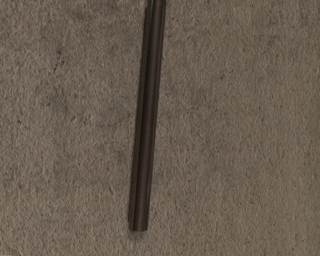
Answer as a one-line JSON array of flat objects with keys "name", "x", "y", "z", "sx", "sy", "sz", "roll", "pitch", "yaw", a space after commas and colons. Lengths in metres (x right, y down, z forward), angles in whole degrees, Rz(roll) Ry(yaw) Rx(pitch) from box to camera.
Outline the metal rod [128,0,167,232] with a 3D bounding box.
[{"name": "metal rod", "x": -0.016, "y": -0.019, "z": 0.403, "sx": 0.025, "sy": 0.025, "sz": 0.298, "roll": 5, "pitch": 88, "yaw": -20}]
